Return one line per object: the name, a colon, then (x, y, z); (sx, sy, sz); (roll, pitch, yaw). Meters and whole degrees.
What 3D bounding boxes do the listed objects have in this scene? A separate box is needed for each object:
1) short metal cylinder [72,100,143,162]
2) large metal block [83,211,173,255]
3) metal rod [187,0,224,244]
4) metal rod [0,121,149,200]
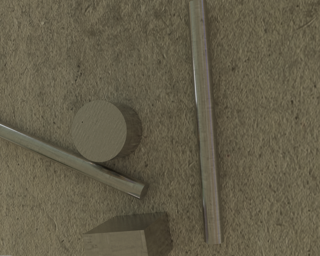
short metal cylinder: (-0.070, 0.004, 0.420); (0.080, 0.050, 0.079); (0, 90, 20)
large metal block: (-0.037, 0.144, 0.393); (0.080, 0.080, 0.050); (-11, 87, 19)
metal rod: (0.057, -0.009, 0.388); (0.025, 0.025, 0.298); (-4, 89, 20)
metal rod: (-0.155, 0.038, 0.463); (0.301, 0.025, 0.025); (19, 97, 18)
